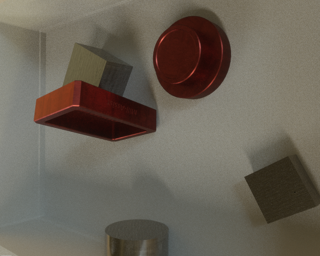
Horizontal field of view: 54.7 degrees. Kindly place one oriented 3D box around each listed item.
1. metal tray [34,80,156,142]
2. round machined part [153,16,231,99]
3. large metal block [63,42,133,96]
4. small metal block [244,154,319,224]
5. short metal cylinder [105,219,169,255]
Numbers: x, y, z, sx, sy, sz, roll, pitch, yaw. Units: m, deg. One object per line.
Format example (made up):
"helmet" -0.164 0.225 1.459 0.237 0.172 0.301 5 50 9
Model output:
"metal tray" -0.079 -0.015 0.399 0.090 0.131 0.030 -14 68 39
"round machined part" 0.030 -0.084 0.369 0.098 0.042 0.097 0 90 39
"large metal block" -0.097 -0.073 0.468 0.080 0.050 0.079 34 111 34
"small metal block" 0.121 0.060 0.306 0.050 0.025 0.050 -36 68 34
"short metal cylinder" -0.030 0.153 0.393 0.080 0.081 0.050 1 90 39
